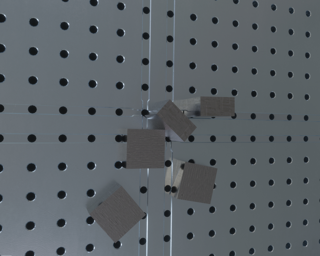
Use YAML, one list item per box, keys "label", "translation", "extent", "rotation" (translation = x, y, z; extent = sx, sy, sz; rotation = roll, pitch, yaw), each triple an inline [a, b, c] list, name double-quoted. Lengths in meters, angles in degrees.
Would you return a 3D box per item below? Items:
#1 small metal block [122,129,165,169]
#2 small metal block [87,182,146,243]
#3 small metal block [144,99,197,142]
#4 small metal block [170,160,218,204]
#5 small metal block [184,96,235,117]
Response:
- label: "small metal block"
  translation: [-0.022, 0.026, 0.404]
  extent: [0.050, 0.025, 0.050]
  rotation: [2, 90, -20]
- label: "small metal block"
  translation: [-0.055, 0.106, 0.392]
  extent: [0.050, 0.025, 0.050]
  rotation: [-41, 103, -15]
- label: "small metal block"
  translation: [0.013, -0.009, 0.404]
  extent: [0.050, 0.050, 0.025]
  rotation: [45, 76, -15]
- label: "small metal block"
  translation: [0.047, 0.075, 0.430]
  extent: [0.050, 0.025, 0.050]
  rotation: [14, 85, -20]
- label: "small metal block"
  translation: [0.066, -0.028, 0.423]
  extent: [0.050, 0.050, 0.025]
  rotation: [-1, 91, -20]
